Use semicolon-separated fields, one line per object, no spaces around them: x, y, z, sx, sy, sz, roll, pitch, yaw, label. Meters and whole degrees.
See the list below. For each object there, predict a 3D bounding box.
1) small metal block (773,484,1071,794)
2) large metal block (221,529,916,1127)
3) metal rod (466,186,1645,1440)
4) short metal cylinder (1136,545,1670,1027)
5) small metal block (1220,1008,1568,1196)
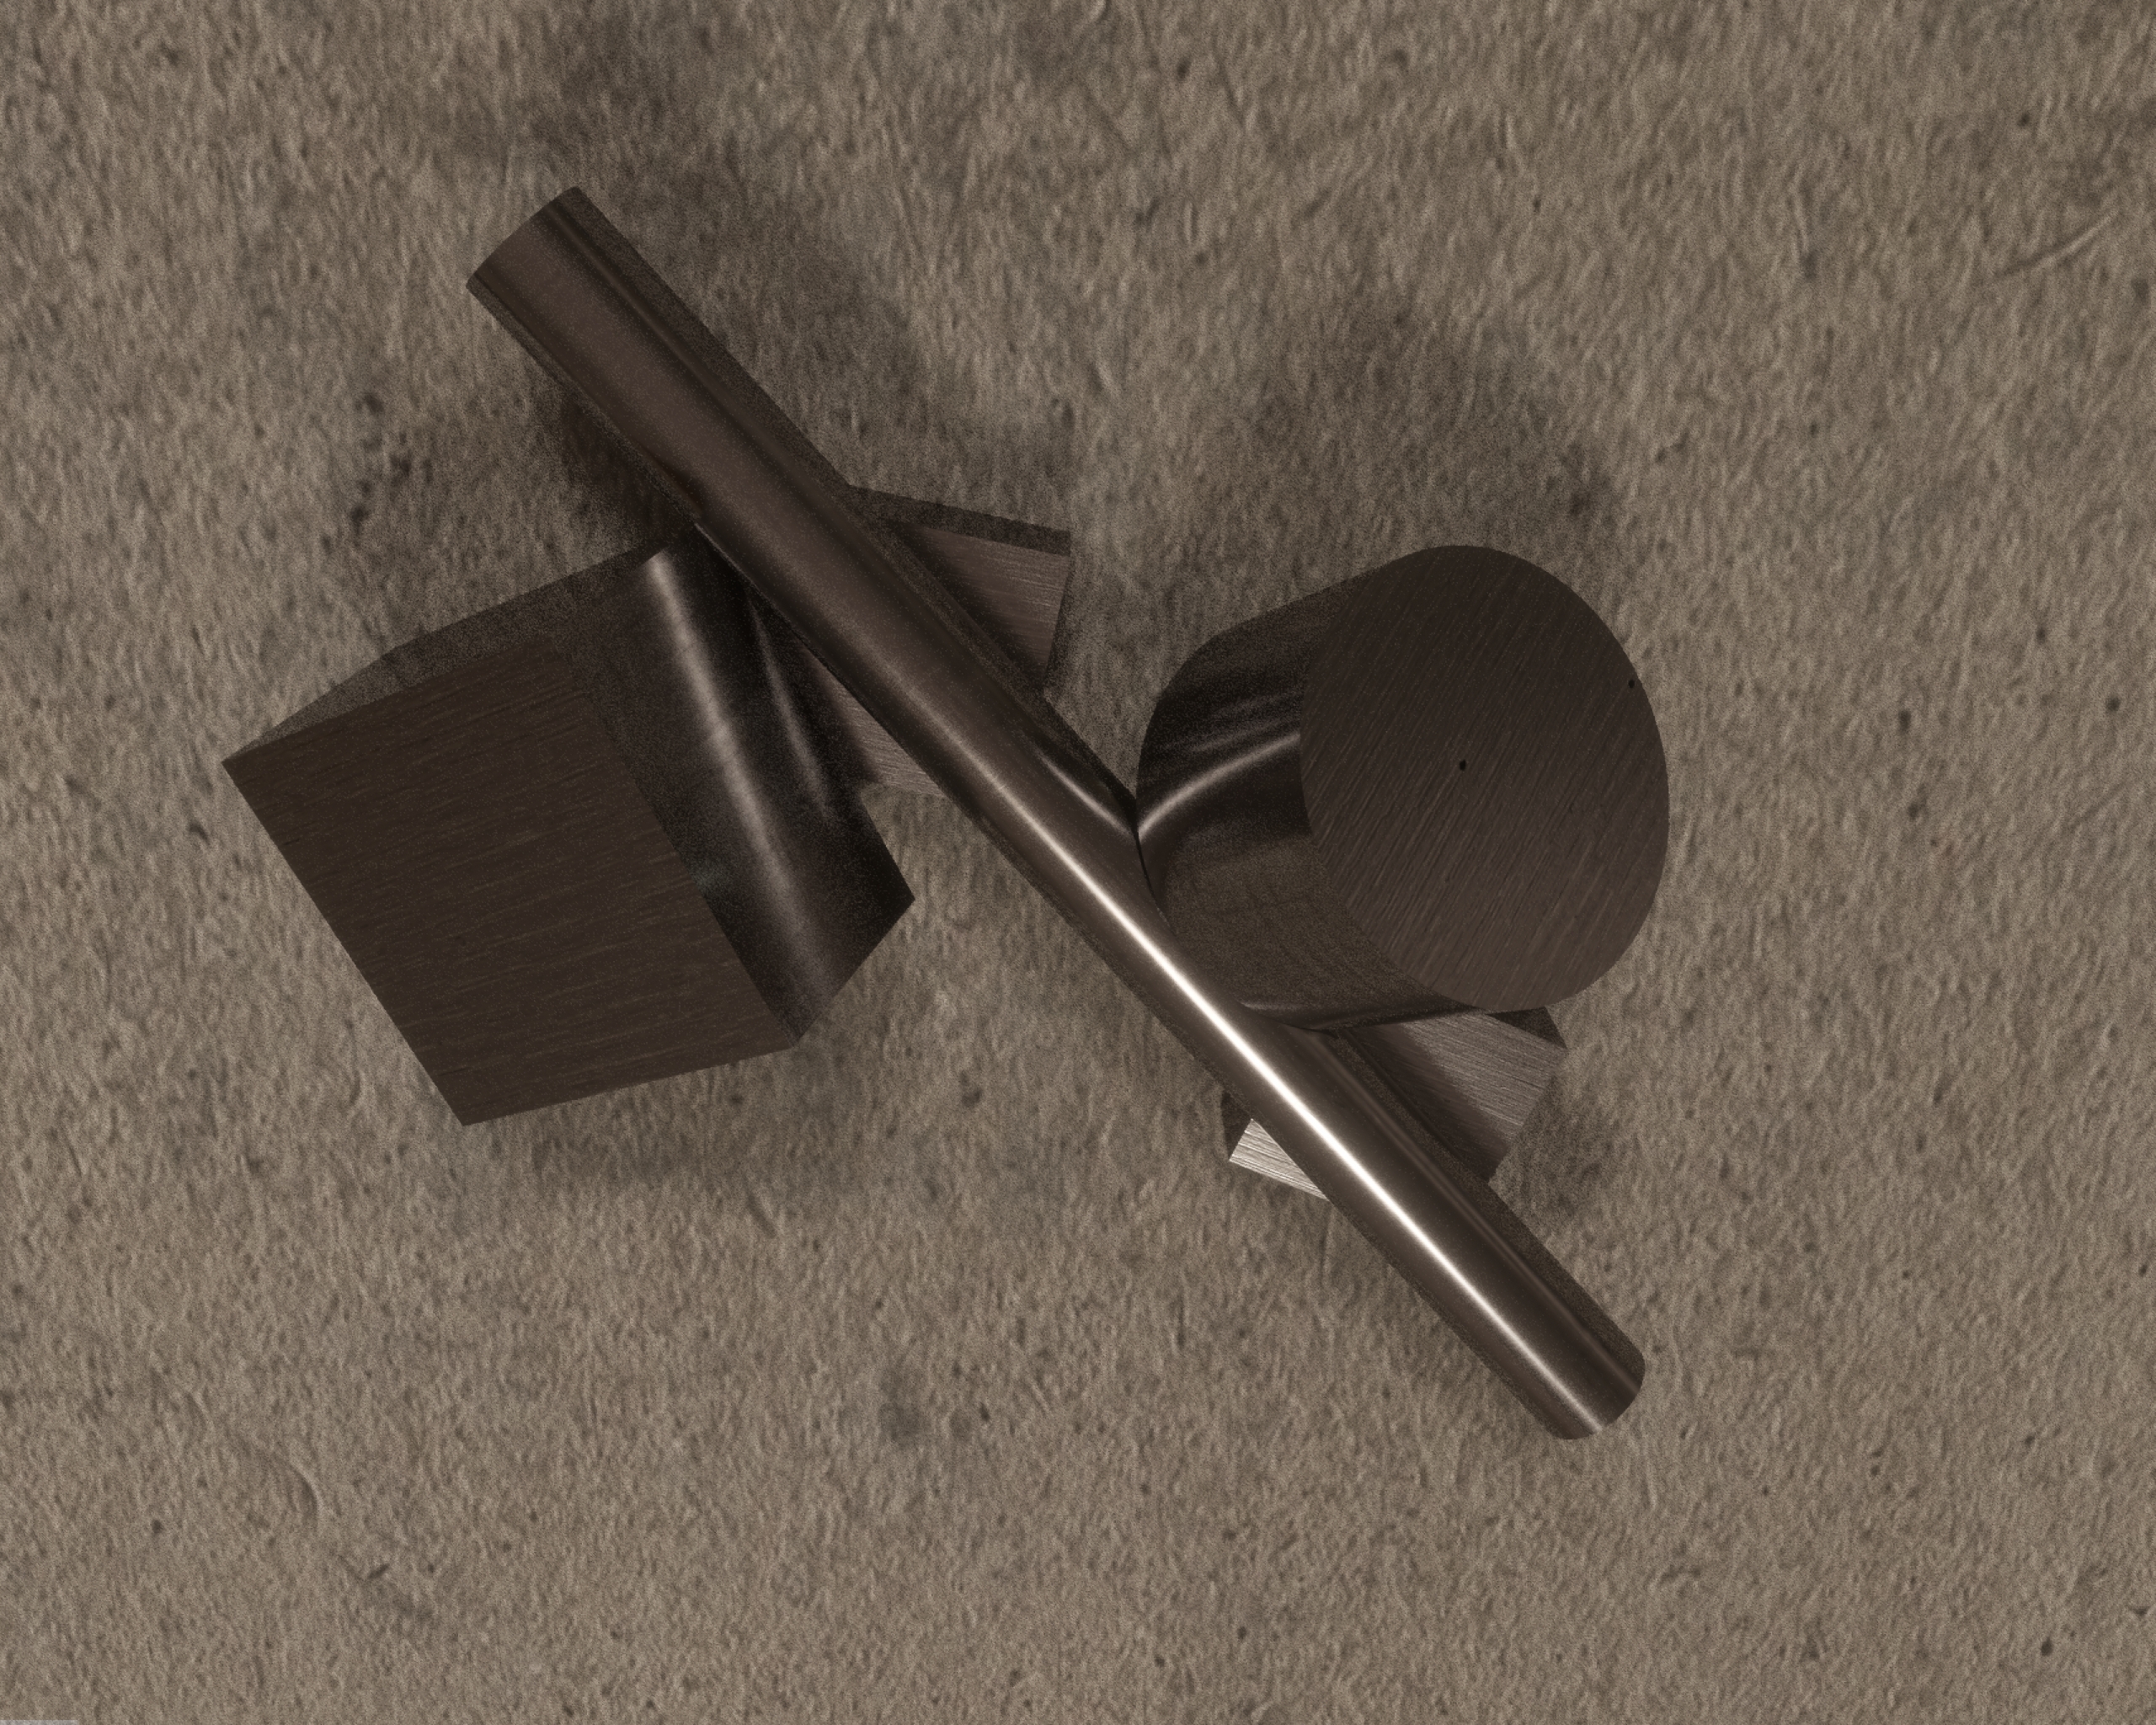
-0.031;-0.042;0.396;0.050;0.025;0.050;11;110;-5;small metal block
-0.090;-0.005;0.377;0.080;0.050;0.080;-15;112;30;large metal block
0.007;0.002;0.385;0.025;0.025;0.300;-39;106;13;metal rod
0.058;-0.011;0.373;0.081;0.050;0.080;5;80;-29;short metal cylinder
0.064;0.044;0.429;0.050;0.025;0.050;23;108;-9;small metal block
